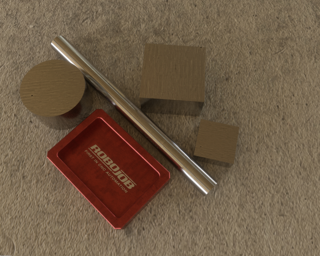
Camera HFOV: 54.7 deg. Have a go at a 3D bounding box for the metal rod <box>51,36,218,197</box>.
[{"bbox_3d":[-0.043,-0.024,0.417,0.025,0.025,0.300,-43,76,-14],"label":"metal rod"}]

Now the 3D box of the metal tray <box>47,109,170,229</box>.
[{"bbox_3d":[-0.063,0.049,0.388,0.130,0.030,0.090,42,75,13],"label":"metal tray"}]

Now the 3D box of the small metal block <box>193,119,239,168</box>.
[{"bbox_3d":[0.072,0.020,0.403,0.050,0.025,0.050,12,70,4],"label":"small metal block"}]

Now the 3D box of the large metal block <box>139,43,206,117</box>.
[{"bbox_3d":[0.018,-0.064,0.420,0.081,0.050,0.080,4,70,1],"label":"large metal block"}]

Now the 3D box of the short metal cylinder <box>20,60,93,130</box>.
[{"bbox_3d":[-0.134,-0.043,0.410,0.081,0.050,0.080,0,70,0],"label":"short metal cylinder"}]
